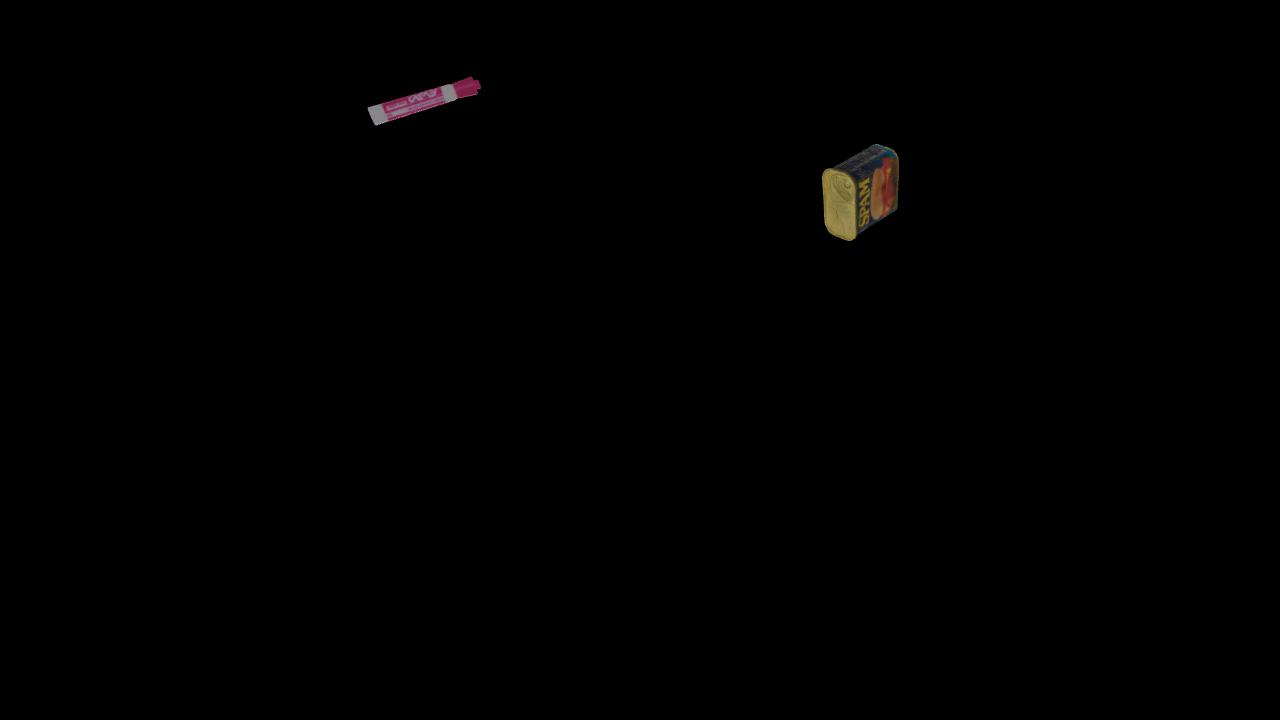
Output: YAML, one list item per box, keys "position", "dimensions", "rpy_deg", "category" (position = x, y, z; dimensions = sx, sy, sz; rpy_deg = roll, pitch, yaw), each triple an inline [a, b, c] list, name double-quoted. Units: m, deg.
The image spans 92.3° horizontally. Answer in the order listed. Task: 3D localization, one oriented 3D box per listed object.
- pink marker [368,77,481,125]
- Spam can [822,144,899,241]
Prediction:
- position: [-0.231, -0.282, 0.666]
  dimensions: [0.121, 0.020, 0.020]
  rpy_deg: [-22, 4, -10]
  category: "pink marker"
- position: [0.298, -0.226, 0.828]
  dimensions: [0.085, 0.101, 0.058]
  rpy_deg: [-32, 43, -16]
  category: "Spam can"
